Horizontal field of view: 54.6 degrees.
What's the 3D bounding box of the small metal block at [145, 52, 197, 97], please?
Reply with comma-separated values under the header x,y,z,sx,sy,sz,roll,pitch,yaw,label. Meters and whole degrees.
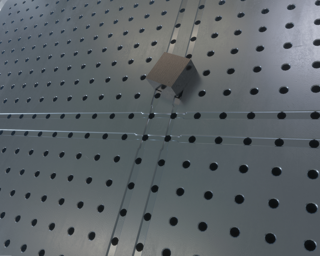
x,y,z,sx,sy,sz,roll,pitch,yaw,label
0.016,-0.078,0.449,0.050,0.025,0.050,26,76,37,small metal block
